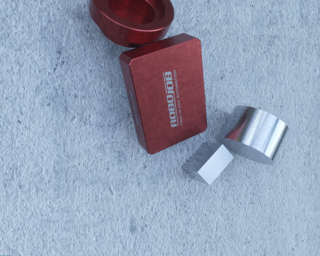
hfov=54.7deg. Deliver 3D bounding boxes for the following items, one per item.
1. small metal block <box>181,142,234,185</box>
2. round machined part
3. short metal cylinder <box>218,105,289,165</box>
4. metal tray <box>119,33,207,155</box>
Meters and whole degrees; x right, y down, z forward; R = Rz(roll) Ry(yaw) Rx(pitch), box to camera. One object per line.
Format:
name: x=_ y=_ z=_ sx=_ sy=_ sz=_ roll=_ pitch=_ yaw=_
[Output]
small metal block: x=0.063 y=0.047 z=0.421 sx=0.050 sy=0.050 sz=0.025 roll=-45 pitch=105 yaw=-15
round machined part: x=-0.036 y=-0.136 z=0.372 sx=0.099 sy=0.042 sz=0.098 roll=10 pitch=55 yaw=-15
short metal cylinder: x=0.128 y=0.011 z=0.429 sx=0.080 sy=0.080 sz=0.050 roll=31 pitch=80 yaw=-18
metal tray: x=0.009 y=-0.040 z=0.380 sx=0.091 sy=0.030 sz=0.129 roll=-23 pitch=126 yaw=-19
